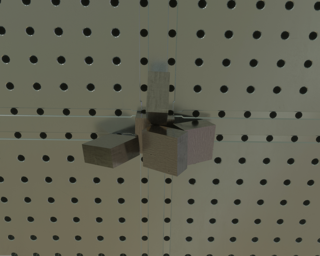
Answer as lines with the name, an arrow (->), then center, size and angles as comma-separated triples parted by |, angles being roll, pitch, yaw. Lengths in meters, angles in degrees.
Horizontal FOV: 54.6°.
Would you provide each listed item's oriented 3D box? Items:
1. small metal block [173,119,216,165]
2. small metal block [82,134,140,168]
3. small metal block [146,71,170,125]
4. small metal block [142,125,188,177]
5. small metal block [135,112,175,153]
small metal block -> 0.044, 0.019, 0.409 | 0.050, 0.025, 0.050 | -9, 113, -30
small metal block -> -0.063, 0.028, 0.399 | 0.050, 0.050, 0.025 | 5, 108, 35
small metal block -> -0.003, -0.035, 0.376 | 0.025, 0.050, 0.050 | 3, 74, 0
small metal block -> 0.006, 0.027, 0.384 | 0.050, 0.025, 0.050 | 12, 113, 31
small metal block -> -0.007, 0.007, 0.416 | 0.050, 0.025, 0.050 | 2, 110, -1
